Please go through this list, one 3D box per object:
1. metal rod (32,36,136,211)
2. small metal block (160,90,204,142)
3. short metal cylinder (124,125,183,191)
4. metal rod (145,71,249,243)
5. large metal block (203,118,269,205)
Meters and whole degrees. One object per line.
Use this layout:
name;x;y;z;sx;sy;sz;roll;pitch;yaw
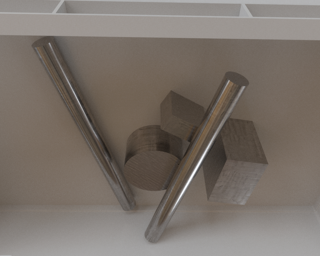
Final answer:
metal rod;-0.088;0.018;0.423;0.025;0.025;0.299;-11;130;9
small metal block;0.029;-0.013;0.382;0.050;0.050;0.025;25;126;-20
short metal cylinder;-0.008;0.042;0.429;0.081;0.050;0.079;0;130;0
metal rod;0.032;0.060;0.395;0.025;0.025;0.298;13;129;-11
large metal block;0.094;0.043;0.411;0.050;0.080;0.079;8;130;-7
